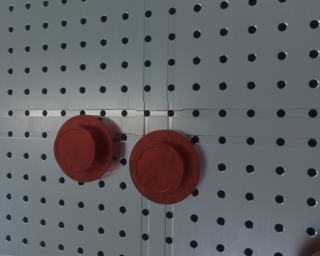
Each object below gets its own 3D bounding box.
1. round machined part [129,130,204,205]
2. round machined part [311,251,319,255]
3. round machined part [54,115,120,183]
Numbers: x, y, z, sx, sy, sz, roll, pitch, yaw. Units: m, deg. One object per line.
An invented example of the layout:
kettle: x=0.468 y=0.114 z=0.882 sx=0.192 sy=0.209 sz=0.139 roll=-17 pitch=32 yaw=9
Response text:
round machined part: x=0.004 y=0.051 z=0.403 sx=0.098 sy=0.042 sz=0.097 roll=0 pitch=90 yaw=20
round machined part: x=0.201 y=0.176 z=0.333 sx=0.098 sy=0.042 sz=0.097 roll=0 pitch=90 yaw=20
round machined part: x=-0.111 y=0.030 z=0.443 sx=0.098 sy=0.042 sz=0.097 roll=0 pitch=90 yaw=20
